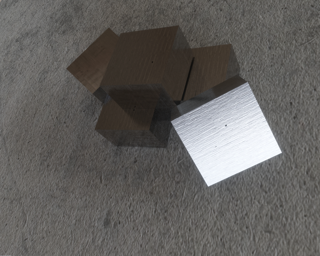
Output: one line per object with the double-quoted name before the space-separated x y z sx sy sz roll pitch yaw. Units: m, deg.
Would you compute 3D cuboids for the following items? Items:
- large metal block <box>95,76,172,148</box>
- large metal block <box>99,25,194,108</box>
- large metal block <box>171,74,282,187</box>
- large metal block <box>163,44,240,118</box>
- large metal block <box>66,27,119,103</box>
"large metal block" -0.029 -0.021 0.413 0.080 0.050 0.080 0 62 28
"large metal block" -0.014 -0.070 0.371 0.080 0.050 0.080 2 63 29
"large metal block" 0.066 0.001 0.325 0.080 0.080 0.050 -27 15 10
"large metal block" 0.052 -0.056 0.396 0.080 0.050 0.080 0 62 28
"large metal block" -0.078 -0.086 0.453 0.050 0.080 0.080 44 86 6
